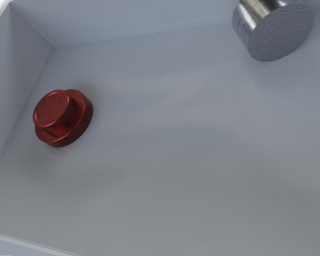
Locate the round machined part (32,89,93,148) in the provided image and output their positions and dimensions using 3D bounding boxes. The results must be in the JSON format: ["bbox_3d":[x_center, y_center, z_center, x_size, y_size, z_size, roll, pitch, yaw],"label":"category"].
[{"bbox_3d":[-0.160,-0.022,0.489,0.098,0.042,0.098,-13,56,20],"label":"round machined part"}]

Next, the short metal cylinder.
[{"bbox_3d":[0.135,-0.128,0.378,0.080,0.080,0.050,-26,53,12],"label":"short metal cylinder"}]
